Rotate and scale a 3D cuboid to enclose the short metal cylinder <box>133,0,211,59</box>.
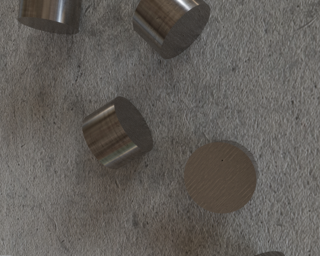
[{"bbox_3d":[0.014,-0.131,0.375,0.080,0.080,0.050,-46,76,14],"label":"short metal cylinder"}]

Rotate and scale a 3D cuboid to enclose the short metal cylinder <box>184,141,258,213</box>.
[{"bbox_3d":[0.074,0.055,0.369,0.080,0.050,0.080,0,90,20],"label":"short metal cylinder"}]

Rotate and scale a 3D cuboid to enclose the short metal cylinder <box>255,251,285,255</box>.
[{"bbox_3d":[0.113,0.180,0.340,0.080,0.080,0.050,-31,80,17],"label":"short metal cylinder"}]

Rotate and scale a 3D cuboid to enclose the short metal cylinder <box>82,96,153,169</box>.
[{"bbox_3d":[-0.053,0.006,0.398,0.050,0.080,0.080,-31,80,17],"label":"short metal cylinder"}]

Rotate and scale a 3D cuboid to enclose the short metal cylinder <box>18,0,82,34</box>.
[{"bbox_3d":[-0.153,-0.167,0.434,0.080,0.080,0.050,8,93,20],"label":"short metal cylinder"}]
